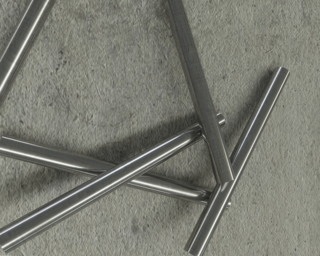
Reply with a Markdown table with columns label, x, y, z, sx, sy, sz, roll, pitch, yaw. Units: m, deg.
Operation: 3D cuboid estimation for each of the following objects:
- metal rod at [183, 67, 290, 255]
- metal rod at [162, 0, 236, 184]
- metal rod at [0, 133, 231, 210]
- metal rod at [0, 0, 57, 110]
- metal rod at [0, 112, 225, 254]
| label | x | y | z | sx | sy | sz | roll | pitch | yaw |
| --- | --- | --- | --- | --- | --- | --- | --- | --- | --- |
| metal rod | 0.114 | 0.036 | 0.432 | 0.025 | 0.025 | 0.300 | 37 | 71 | -16 |
| metal rod | 0.043 | -0.076 | 0.403 | 0.025 | 0.025 | 0.298 | -15 | 87 | -19 |
| metal rod | -0.041 | 0.062 | 0.393 | 0.302 | 0.025 | 0.025 | 18 | 84 | -19 |
| metal rod | -0.167 | -0.075 | 0.347 | 0.025 | 0.025 | 0.299 | 26 | 81 | -18 |
| metal rod | -0.036 | 0.050 | 0.370 | 0.302 | 0.025 | 0.025 | -27 | 99 | -28 |
